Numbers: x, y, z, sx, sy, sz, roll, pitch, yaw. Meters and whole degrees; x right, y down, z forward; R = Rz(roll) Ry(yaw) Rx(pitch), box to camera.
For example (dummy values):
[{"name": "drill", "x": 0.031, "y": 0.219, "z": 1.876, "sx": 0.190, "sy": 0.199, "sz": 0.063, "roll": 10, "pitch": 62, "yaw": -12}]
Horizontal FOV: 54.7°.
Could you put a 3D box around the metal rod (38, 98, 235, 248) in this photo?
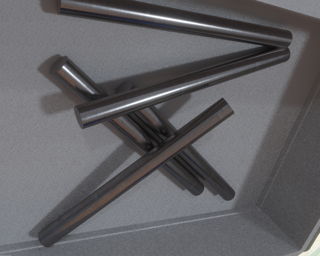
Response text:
[{"name": "metal rod", "x": -0.035, "y": 0.061, "z": 0.401, "sx": 0.300, "sy": 0.025, "sz": 0.025, "roll": -37, "pitch": 130, "yaw": 6}]

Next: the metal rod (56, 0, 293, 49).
[{"name": "metal rod", "x": 0.040, "y": -0.120, "z": 0.357, "sx": 0.303, "sy": 0.025, "sz": 0.025, "roll": -1, "pitch": 119, "yaw": -28}]

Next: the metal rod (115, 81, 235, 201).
[{"name": "metal rod", "x": 0.040, "y": 0.036, "z": 0.454, "sx": 0.025, "sy": 0.025, "sz": 0.300, "roll": -44, "pitch": 130, "yaw": 2}]

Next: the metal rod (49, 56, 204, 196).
[{"name": "metal rod", "x": -0.021, "y": 0.018, "z": 0.409, "sx": 0.025, "sy": 0.025, "sz": 0.300, "roll": -44, "pitch": 130, "yaw": 2}]

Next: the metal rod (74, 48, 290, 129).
[{"name": "metal rod", "x": 0.046, "y": -0.058, "z": 0.378, "sx": 0.302, "sy": 0.025, "sz": 0.025, "roll": -20, "pitch": 127, "yaw": -24}]
